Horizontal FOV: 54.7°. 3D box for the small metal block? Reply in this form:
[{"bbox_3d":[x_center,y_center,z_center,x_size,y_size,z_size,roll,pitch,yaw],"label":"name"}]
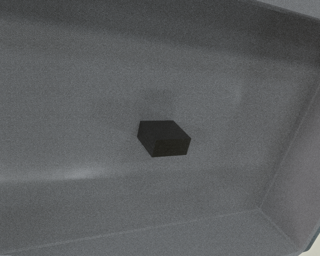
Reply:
[{"bbox_3d":[0.004,0.013,0.404,0.050,0.050,0.025,-1,119,-28],"label":"small metal block"}]
